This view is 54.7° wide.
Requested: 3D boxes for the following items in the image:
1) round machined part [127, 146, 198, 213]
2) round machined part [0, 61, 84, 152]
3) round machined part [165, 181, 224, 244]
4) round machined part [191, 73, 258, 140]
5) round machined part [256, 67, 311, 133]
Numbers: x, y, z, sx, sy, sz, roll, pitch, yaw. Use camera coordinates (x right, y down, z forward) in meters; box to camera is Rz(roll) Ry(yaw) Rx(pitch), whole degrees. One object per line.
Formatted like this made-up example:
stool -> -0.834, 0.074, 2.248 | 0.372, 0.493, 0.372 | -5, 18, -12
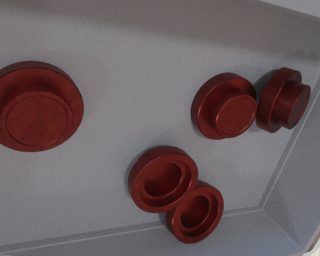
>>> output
round machined part -> 0.001, 0.068, 0.437 | 0.099, 0.042, 0.097 | -11, 120, -20
round machined part -> -0.127, -0.015, 0.318 | 0.099, 0.042, 0.097 | -14, 124, -21
round machined part -> 0.051, 0.130, 0.496 | 0.099, 0.042, 0.097 | -9, 109, -28
round machined part -> 0.096, -0.024, 0.435 | 0.099, 0.042, 0.097 | -14, 124, -21
round machined part -> 0.185, -0.036, 0.455 | 0.099, 0.042, 0.097 | -31, 135, -37
